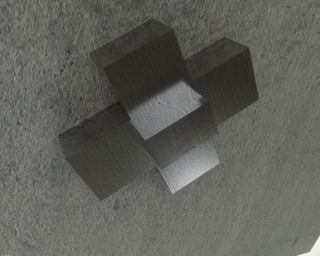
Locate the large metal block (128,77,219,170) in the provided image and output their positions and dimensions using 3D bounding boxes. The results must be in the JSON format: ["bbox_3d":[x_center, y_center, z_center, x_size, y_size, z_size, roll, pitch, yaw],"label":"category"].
[{"bbox_3d":[0.010,-0.009,0.374,0.080,0.080,0.050,-32,129,-8],"label":"large metal block"}]

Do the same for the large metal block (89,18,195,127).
[{"bbox_3d":[-0.018,-0.061,0.345,0.080,0.050,0.080,-32,129,-8],"label":"large metal block"}]

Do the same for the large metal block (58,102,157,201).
[{"bbox_3d":[-0.062,0.028,0.376,0.080,0.050,0.080,-32,129,-8],"label":"large metal block"}]

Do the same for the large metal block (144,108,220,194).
[{"bbox_3d":[0.027,0.030,0.426,0.080,0.050,0.080,-32,129,-8],"label":"large metal block"}]

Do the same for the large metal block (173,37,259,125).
[{"bbox_3d":[0.073,-0.057,0.398,0.080,0.050,0.080,-32,129,-8],"label":"large metal block"}]
